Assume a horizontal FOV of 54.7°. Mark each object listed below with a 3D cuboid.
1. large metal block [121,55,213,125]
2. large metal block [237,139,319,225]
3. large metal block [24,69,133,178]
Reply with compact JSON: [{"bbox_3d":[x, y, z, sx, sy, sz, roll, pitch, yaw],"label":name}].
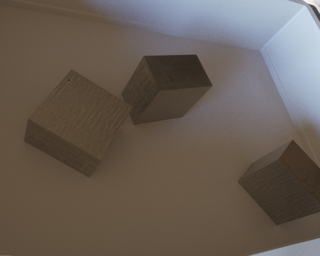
[{"bbox_3d":[0.007,-0.050,0.406,0.081,0.080,0.050,-10,67,-33],"label":"large metal block"},{"bbox_3d":[0.168,0.075,0.418,0.080,0.080,0.050,49,51,5],"label":"large metal block"},{"bbox_3d":[-0.089,-0.005,0.346,0.080,0.050,0.080,32,51,-8],"label":"large metal block"}]
